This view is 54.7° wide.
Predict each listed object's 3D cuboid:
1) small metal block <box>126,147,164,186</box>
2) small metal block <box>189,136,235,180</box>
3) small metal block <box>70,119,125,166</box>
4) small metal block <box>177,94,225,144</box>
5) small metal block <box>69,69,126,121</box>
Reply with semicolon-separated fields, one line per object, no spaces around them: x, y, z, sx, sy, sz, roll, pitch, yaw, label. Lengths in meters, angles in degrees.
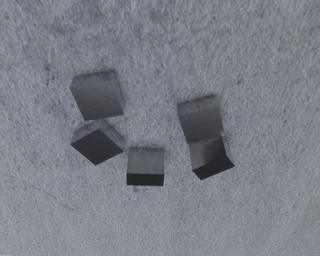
-0.020;0.054;0.437;0.050;0.050;0.025;2;130;-2;small metal block
0.070;0.037;0.423;0.050;0.050;0.025;-27;125;21;small metal block
-0.084;0.019;0.422;0.050;0.025;0.050;-27;126;21;small metal block
0.053;-0.011;0.399;0.050;0.025;0.050;-13;129;10;small metal block
-0.073;-0.039;0.373;0.050;0.025;0.050;-9;130;7;small metal block
